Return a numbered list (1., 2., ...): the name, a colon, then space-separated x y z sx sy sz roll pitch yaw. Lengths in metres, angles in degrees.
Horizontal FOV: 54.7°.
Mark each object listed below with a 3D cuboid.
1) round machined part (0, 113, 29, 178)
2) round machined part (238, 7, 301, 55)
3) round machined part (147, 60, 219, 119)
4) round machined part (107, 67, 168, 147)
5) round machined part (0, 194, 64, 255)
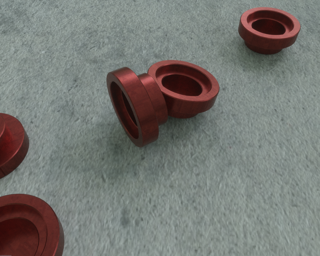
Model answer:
1. round machined part: -0.216 0.016 0.376 0.099 0.042 0.098 0 50 0
2. round machined part: 0.184 -0.163 0.532 0.099 0.042 0.098 0 50 0
3. round machined part: 0.028 -0.050 0.425 0.099 0.042 0.098 9 41 -7
4. round machined part: -0.025 -0.029 0.379 0.042 0.097 0.098 -25 55 -18
5. round machined part: -0.141 0.116 0.293 0.099 0.042 0.098 0 50 0
